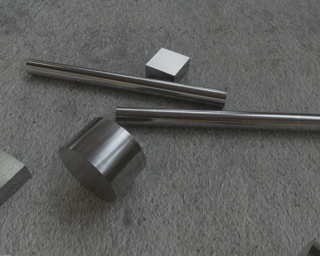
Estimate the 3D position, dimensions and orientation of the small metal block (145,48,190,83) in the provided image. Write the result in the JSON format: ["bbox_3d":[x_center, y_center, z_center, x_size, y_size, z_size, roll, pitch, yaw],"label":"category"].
[{"bbox_3d":[0.012,-0.094,0.482,0.050,0.025,0.050,24,54,19],"label":"small metal block"}]

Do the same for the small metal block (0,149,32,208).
[{"bbox_3d":[-0.187,0.056,0.355,0.050,0.025,0.050,25,54,20],"label":"small metal block"}]

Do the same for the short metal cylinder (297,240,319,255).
[{"bbox_3d":[0.124,0.140,0.251,0.080,0.080,0.050,-37,59,-27],"label":"short metal cylinder"}]

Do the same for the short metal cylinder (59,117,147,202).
[{"bbox_3d":[-0.062,0.035,0.338,0.080,0.080,0.050,28,56,22],"label":"short metal cylinder"}]

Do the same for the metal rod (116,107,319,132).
[{"bbox_3d":[0.093,-0.011,0.412,0.302,0.025,0.025,2,50,1],"label":"metal rod"}]

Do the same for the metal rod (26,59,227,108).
[{"bbox_3d":[-0.054,-0.068,0.459,0.301,0.025,0.025,11,51,8],"label":"metal rod"}]
